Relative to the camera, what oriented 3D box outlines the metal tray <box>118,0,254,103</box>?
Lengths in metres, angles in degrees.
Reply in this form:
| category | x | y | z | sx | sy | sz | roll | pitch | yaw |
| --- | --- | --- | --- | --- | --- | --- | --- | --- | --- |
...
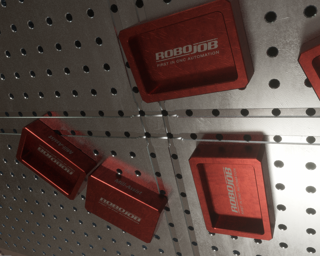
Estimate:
| category | x | y | z | sx | sy | sz | roll | pitch | yaw |
| --- | --- | --- | --- | --- | --- | --- | --- | --- | --- |
| metal tray | 0.027 | -0.081 | 0.342 | 0.130 | 0.030 | 0.090 | -6 | 116 | 30 |

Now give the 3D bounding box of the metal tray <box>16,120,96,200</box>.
| category | x | y | z | sx | sy | sz | roll | pitch | yaw |
| --- | --- | --- | --- | --- | --- | --- | --- | --- | --- |
| metal tray | -0.182 | 0.057 | 0.536 | 0.130 | 0.030 | 0.089 | 36 | 129 | 3 |

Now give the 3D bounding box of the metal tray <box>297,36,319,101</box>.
| category | x | y | z | sx | sy | sz | roll | pitch | yaw |
| --- | --- | --- | --- | --- | --- | --- | --- | --- | --- |
| metal tray | 0.202 | -0.059 | 0.265 | 0.130 | 0.030 | 0.090 | -25 | 105 | 36 |

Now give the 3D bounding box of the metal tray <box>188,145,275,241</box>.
| category | x | y | z | sx | sy | sz | roll | pitch | yaw |
| --- | --- | --- | --- | --- | --- | --- | --- | --- | --- |
| metal tray | 0.097 | 0.085 | 0.408 | 0.090 | 0.030 | 0.129 | -2 | 118 | 28 |

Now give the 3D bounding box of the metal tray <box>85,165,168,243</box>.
| category | x | y | z | sx | sy | sz | roll | pitch | yaw |
| --- | --- | --- | --- | --- | --- | --- | --- | --- | --- |
| metal tray | -0.060 | 0.127 | 0.516 | 0.130 | 0.030 | 0.089 | 25 | 127 | 12 |
